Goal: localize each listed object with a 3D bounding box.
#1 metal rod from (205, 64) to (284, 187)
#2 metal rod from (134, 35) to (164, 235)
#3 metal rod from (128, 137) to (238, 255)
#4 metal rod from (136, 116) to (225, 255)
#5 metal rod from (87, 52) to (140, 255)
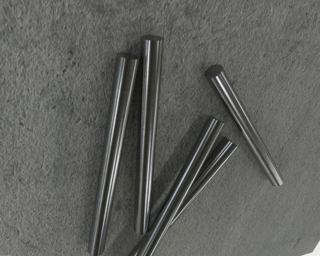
[{"bbox_3d":[0.146,0.014,0.494,0.025,0.025,0.300,-41,130,0],"label":"metal rod"},{"bbox_3d":[-0.019,0.030,0.414,0.025,0.025,0.298,-10,123,-23],"label":"metal rod"},{"bbox_3d":[0.021,0.139,0.503,0.025,0.025,0.299,31,101,-38],"label":"metal rod"},{"bbox_3d":[0.017,0.119,0.472,0.025,0.025,0.298,19,103,-35],"label":"metal rod"},{"bbox_3d":[-0.066,0.052,0.402,0.025,0.025,0.298,-1,119,-28],"label":"metal rod"}]
